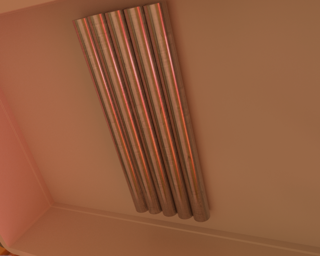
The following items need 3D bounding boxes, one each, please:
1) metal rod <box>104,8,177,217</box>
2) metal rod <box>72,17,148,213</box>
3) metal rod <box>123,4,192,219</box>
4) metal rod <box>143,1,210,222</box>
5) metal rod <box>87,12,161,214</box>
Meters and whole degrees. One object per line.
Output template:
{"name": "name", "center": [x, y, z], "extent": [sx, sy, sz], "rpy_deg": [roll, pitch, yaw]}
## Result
{"name": "metal rod", "center": [-0.017, -0.003, 0.415], "extent": [0.025, 0.025, 0.298], "rpy_deg": [0, 119, 28]}
{"name": "metal rod", "center": [-0.061, -0.002, 0.438], "extent": [0.025, 0.025, 0.298], "rpy_deg": [0, 119, 28]}
{"name": "metal rod", "center": [0.006, -0.002, 0.403], "extent": [0.025, 0.025, 0.298], "rpy_deg": [0, 119, 28]}
{"name": "metal rod", "center": [0.028, -0.002, 0.391], "extent": [0.025, 0.025, 0.298], "rpy_deg": [0, 119, 28]}
{"name": "metal rod", "center": [-0.040, -0.003, 0.426], "extent": [0.025, 0.025, 0.298], "rpy_deg": [0, 119, 28]}
